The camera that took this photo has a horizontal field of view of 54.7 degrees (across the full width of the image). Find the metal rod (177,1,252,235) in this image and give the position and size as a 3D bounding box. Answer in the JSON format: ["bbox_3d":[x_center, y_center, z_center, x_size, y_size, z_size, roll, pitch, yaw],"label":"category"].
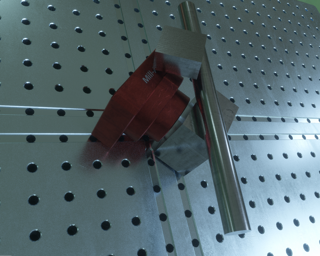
[{"bbox_3d":[0.054,-0.034,0.357,0.025,0.025,0.299,7,59,-25],"label":"metal rod"}]

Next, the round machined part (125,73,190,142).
[{"bbox_3d":[0.000,-0.022,0.381,0.042,0.097,0.098,37,51,-5],"label":"round machined part"}]

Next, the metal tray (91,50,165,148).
[{"bbox_3d":[-0.025,-0.044,0.381,0.030,0.090,0.130,37,51,-4],"label":"metal tray"}]

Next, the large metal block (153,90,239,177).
[{"bbox_3d":[0.045,0.004,0.393,0.050,0.080,0.080,37,51,-4],"label":"large metal block"}]

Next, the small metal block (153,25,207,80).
[{"bbox_3d":[0.023,-0.086,0.349,0.050,0.025,0.050,14,52,2],"label":"small metal block"}]
